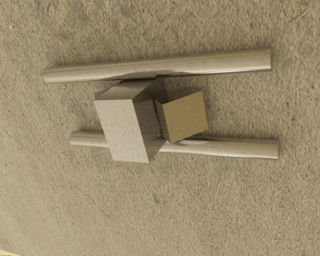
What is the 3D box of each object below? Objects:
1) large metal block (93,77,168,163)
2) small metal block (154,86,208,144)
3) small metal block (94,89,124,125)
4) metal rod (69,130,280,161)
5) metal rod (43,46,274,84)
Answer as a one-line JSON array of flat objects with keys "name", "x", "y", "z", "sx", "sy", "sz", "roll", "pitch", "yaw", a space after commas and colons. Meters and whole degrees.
[{"name": "large metal block", "x": -0.026, "y": -0.014, "z": 0.379, "sx": 0.050, "sy": 0.080, "sz": 0.079, "roll": 1, "pitch": 119, "yaw": 27}, {"name": "small metal block", "x": 0.026, "y": -0.016, "z": 0.366, "sx": 0.025, "sy": 0.050, "sz": 0.050, "roll": 40, "pitch": 147, "yaw": 60}, {"name": "small metal block", "x": -0.067, "y": -0.020, "z": 0.412, "sx": 0.025, "sy": 0.050, "sz": 0.050, "roll": -17, "pitch": 116, "yaw": -8}, {"name": "metal rod", "x": 0.001, "y": 0.021, "z": 0.419, "sx": 0.301, "sy": 0.025, "sz": 0.025, "roll": 2, "pitch": 119, "yaw": 27}, {"name": "metal rod", "x": -0.023, "y": -0.072, "z": 0.374, "sx": 0.301, "sy": 0.025, "sz": 0.025, "roll": 2, "pitch": 119, "yaw": 27}]
